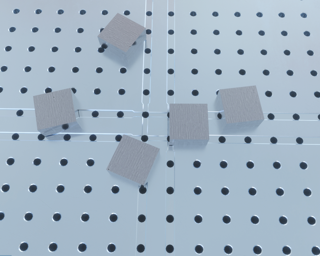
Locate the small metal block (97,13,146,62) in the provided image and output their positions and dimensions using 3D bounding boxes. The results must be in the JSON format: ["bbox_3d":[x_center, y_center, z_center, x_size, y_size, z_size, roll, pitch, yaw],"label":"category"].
[{"bbox_3d":[-0.055,-0.135,0.461,0.050,0.025,0.050,31,73,11],"label":"small metal block"}]

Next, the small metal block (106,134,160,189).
[{"bbox_3d":[-0.033,0.043,0.396,0.050,0.025,0.050,22,71,7],"label":"small metal block"}]

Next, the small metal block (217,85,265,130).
[{"bbox_3d":[0.108,-0.027,0.422,0.050,0.025,0.050,-7,70,-3],"label":"small metal block"}]

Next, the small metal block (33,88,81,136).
[{"bbox_3d":[-0.139,-0.021,0.419,0.050,0.025,0.050,-13,71,-5],"label":"small metal block"}]

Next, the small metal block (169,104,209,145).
[{"bbox_3d":[0.038,-0.005,0.414,0.050,0.025,0.050,0,70,0],"label":"small metal block"}]
